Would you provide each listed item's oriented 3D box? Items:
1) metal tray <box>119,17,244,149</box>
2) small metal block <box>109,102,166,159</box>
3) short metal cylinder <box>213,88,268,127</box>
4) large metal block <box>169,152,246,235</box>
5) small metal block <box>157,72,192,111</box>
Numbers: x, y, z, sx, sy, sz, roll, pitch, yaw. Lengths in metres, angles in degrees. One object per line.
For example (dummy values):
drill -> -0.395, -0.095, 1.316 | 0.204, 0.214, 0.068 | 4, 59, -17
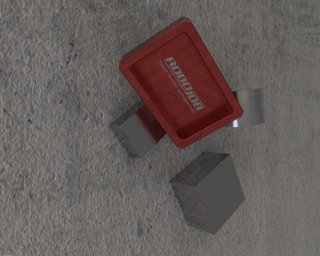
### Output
metal tray -> 0.026, -0.048, 0.359 | 0.130, 0.090, 0.030 | 54, 15, -24
small metal block -> -0.026, 0.002, 0.383 | 0.050, 0.025, 0.050 | -45, 117, -31
short metal cylinder -> 0.120, -0.032, 0.470 | 0.081, 0.080, 0.050 | -11, 97, -40
large metal block -> 0.070, 0.091, 0.448 | 0.081, 0.050, 0.080 | -35, 112, -34
small metal block -> 0.021, -0.050, 0.406 | 0.025, 0.050, 0.050 | -48, 119, -30
